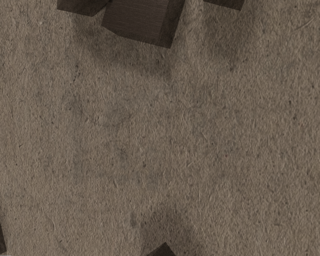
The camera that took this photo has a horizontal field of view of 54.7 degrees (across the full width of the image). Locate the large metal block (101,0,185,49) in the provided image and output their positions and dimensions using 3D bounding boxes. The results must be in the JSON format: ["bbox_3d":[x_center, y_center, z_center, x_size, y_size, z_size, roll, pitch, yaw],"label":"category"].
[{"bbox_3d":[-0.019,-0.156,0.401,0.080,0.050,0.080,19,96,18],"label":"large metal block"}]

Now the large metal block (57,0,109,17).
[{"bbox_3d":[-0.101,-0.202,0.408,0.080,0.050,0.079,7,93,62],"label":"large metal block"}]

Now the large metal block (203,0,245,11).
[{"bbox_3d":[0.079,-0.192,0.352,0.050,0.080,0.080,23,98,18],"label":"large metal block"}]

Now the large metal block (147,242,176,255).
[{"bbox_3d":[0.000,0.201,0.379,0.050,0.080,0.080,-42,77,15],"label":"large metal block"}]

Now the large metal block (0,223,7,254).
[{"bbox_3d":[-0.307,0.176,0.502,0.080,0.050,0.080,-18,84,18],"label":"large metal block"}]
